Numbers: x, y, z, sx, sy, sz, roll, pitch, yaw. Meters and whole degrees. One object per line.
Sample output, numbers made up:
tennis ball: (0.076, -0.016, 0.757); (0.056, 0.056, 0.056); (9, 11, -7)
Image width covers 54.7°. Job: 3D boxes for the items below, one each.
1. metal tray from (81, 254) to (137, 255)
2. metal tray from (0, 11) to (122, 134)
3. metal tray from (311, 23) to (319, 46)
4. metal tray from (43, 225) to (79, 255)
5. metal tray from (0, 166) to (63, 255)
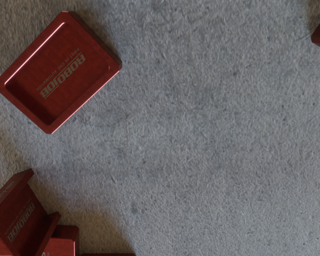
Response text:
metal tray: (-0.083, 0.266, 0.504); (0.091, 0.030, 0.129); (0, 110, -1)
metal tray: (-0.123, -0.066, 0.381); (0.130, 0.030, 0.090); (-40, 106, 13)
metal tray: (0.255, -0.139, 0.359); (0.090, 0.030, 0.129); (26, 108, -10)
metal tray: (-0.175, 0.213, 0.483); (0.091, 0.030, 0.129); (4, 110, -2)
metal tray: (-0.181, 0.120, 0.409); (0.030, 0.130, 0.090); (-21, 109, 9)
